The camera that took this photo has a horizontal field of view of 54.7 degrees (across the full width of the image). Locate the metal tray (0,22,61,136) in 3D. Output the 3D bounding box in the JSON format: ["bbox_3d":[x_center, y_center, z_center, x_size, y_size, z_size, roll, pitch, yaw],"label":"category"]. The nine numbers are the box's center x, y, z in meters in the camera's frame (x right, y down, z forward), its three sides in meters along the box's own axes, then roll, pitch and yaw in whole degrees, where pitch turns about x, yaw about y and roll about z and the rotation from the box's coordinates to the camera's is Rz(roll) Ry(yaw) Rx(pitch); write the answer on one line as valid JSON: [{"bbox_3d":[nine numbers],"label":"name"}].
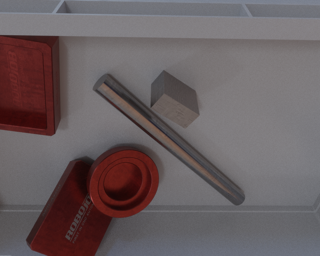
[{"bbox_3d":[-0.166,-0.052,0.358,0.091,0.030,0.129,8,130,-7],"label":"metal tray"}]

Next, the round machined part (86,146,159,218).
[{"bbox_3d":[-0.055,0.073,0.439,0.099,0.042,0.097,-5,102,-24],"label":"round machined part"}]

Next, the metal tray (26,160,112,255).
[{"bbox_3d":[-0.116,0.122,0.448,0.090,0.130,0.030,35,158,-26],"label":"metal tray"}]

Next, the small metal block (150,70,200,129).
[{"bbox_3d":[0.017,-0.034,0.364,0.050,0.050,0.025,30,124,-23],"label":"small metal block"}]

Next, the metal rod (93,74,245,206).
[{"bbox_3d":[0.029,0.031,0.436,0.025,0.025,0.301,-34,123,25],"label":"metal rod"}]
